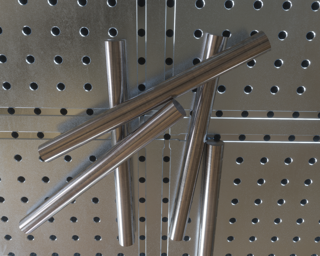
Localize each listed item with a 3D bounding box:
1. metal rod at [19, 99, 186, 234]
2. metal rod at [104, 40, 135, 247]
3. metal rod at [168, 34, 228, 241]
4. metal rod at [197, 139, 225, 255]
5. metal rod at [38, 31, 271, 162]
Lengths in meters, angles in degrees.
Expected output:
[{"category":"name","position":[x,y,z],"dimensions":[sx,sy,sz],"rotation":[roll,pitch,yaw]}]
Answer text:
[{"category":"metal rod","position":[-0.089,0.062,0.413],"dimensions":[0.299,0.025,0.025],"rotation":[-37,107,20]},{"category":"metal rod","position":[-0.053,0.034,0.425],"dimensions":[0.025,0.025,0.298],"rotation":[-1,110,0]},{"category":"metal rod","position":[0.048,0.027,0.423],"dimensions":[0.025,0.025,0.298],"rotation":[8,110,-3]},{"category":"metal rod","position":[0.072,0.159,0.473],"dimensions":[0.025,0.025,0.298],"rotation":[1,110,-1]},{"category":"metal rod","position":[-0.014,-0.033,0.373],"dimensions":[0.301,0.025,0.025],"rotation":[-26,108,9]}]
